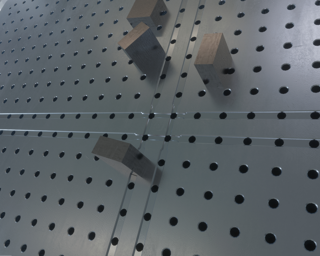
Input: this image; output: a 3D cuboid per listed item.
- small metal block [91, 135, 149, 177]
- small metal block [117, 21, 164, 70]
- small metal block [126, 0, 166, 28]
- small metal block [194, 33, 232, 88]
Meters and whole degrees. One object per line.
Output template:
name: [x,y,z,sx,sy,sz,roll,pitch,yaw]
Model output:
small metal block: [-0.050,0.036,0.397,0.050,0.050,0.025,12,68,33]
small metal block: [-0.030,-0.128,0.488,0.050,0.050,0.025,-42,51,0]
small metal block: [-0.024,-0.205,0.548,0.050,0.025,0.050,8,66,32]
small metal block: [0.071,-0.089,0.410,0.025,0.050,0.050,6,65,31]
